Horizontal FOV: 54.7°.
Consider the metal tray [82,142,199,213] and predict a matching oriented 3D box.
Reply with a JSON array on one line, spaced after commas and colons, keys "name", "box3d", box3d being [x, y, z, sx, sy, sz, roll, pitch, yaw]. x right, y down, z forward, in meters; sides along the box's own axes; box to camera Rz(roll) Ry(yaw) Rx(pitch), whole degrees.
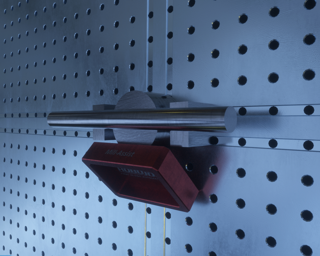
[{"name": "metal tray", "box3d": [-0.027, 0.060, 0.392, 0.130, 0.090, 0.030, 1, 48, 40]}]

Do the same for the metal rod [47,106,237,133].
[{"name": "metal rod", "box3d": [-0.049, -0.011, 0.384, 0.300, 0.025, 0.025, 1, 91, 40]}]

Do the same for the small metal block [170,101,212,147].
[{"name": "small metal block", "box3d": [0.037, -0.004, 0.363, 0.025, 0.050, 0.050, -1, 90, 40]}]

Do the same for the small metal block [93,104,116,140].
[{"name": "small metal block", "box3d": [-0.070, -0.008, 0.451, 0.025, 0.050, 0.050, -1, 90, 40]}]

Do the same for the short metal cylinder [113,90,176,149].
[{"name": "short metal cylinder", "box3d": [-0.017, -0.007, 0.407, 0.080, 0.050, 0.080, 0, 90, 40]}]
